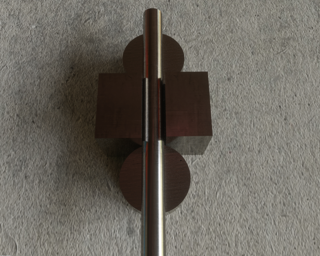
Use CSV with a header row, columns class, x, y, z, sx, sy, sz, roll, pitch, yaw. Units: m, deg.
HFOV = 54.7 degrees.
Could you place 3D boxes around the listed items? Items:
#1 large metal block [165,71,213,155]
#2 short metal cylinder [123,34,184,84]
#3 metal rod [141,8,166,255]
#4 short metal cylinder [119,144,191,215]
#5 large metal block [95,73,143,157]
class,x,y,z,sx,sy,sz,roll,pitch,yaw
large metal block,0.031,-0.015,0.386,0.050,0.080,0.080,-1,70,0
short metal cylinder,-0.008,-0.082,0.426,0.081,0.050,0.080,0,69,0
metal rod,-0.008,-0.010,0.359,0.025,0.025,0.299,-1,70,0
short metal cylinder,-0.006,0.065,0.373,0.081,0.050,0.080,0,69,0
large metal block,-0.046,-0.013,0.384,0.050,0.080,0.080,-1,70,0
